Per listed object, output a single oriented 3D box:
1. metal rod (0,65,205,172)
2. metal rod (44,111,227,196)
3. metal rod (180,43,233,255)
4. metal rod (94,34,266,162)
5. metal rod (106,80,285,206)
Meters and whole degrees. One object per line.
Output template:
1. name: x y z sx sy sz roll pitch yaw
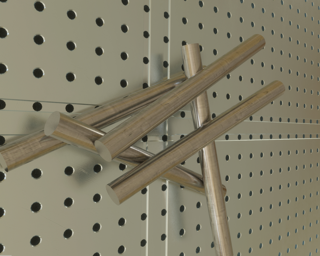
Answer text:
1. metal rod: -0.040 -0.026 0.377 0.302 0.025 0.025 -28 108 -37
2. metal rod: -0.003 0.048 0.390 0.301 0.025 0.025 28 72 -43
3. metal rod: 0.066 0.036 0.428 0.025 0.025 0.298 -15 98 -39
4. metal rod: 0.046 -0.053 0.382 0.302 0.025 0.025 -37 113 -33
5. metal rod: 0.065 0.005 0.396 0.302 0.025 0.025 -30 109 -29
